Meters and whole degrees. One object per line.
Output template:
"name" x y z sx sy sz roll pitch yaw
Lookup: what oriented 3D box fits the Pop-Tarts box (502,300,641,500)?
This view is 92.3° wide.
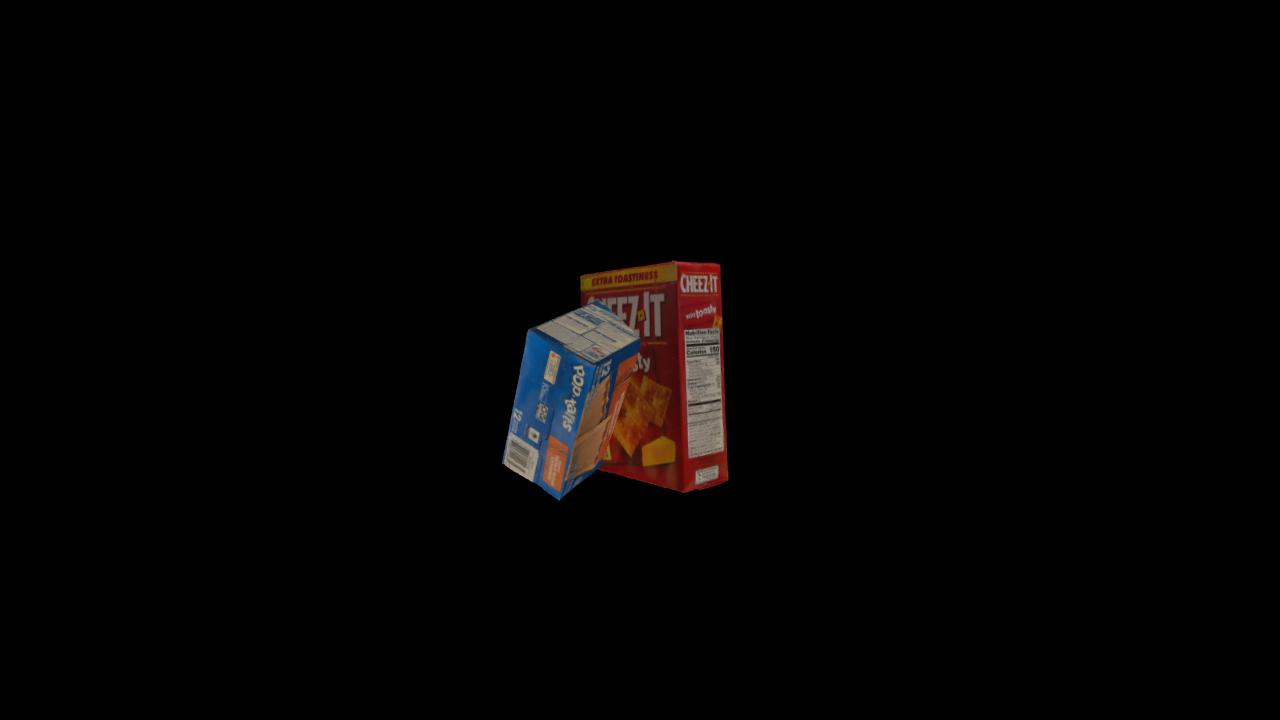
"Pop-Tarts box" -0.057 0.036 0.648 0.083 0.167 0.141 29 31 19

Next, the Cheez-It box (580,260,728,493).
"Cheez-It box" 0.010 0.013 0.653 0.071 0.223 0.166 -4 5 -40
